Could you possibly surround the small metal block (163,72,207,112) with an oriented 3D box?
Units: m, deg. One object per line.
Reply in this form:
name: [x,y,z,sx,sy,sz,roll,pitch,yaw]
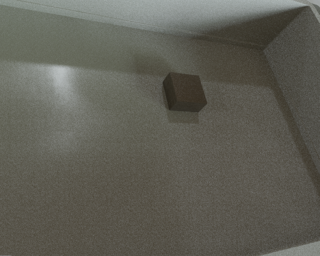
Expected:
small metal block: [0.036,-0.052,0.456,0.050,0.025,0.050,2,61,-27]
